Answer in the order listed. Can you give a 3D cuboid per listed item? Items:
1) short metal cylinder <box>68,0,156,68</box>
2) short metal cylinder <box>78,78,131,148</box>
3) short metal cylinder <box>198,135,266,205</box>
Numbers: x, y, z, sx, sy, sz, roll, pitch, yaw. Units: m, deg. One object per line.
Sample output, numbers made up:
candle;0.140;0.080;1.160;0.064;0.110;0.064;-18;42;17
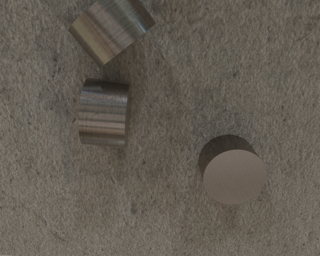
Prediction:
short metal cylinder;-0.052;-0.111;0.339;0.080;0.080;0.050;-35;107;12
short metal cylinder;-0.063;-0.018;0.373;0.050;0.080;0.079;5;110;-2
short metal cylinder;0.095;0.055;0.418;0.081;0.050;0.079;0;110;-1
